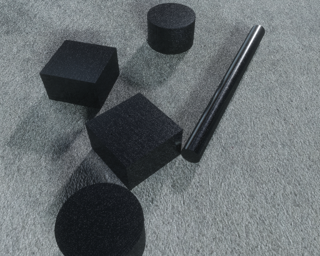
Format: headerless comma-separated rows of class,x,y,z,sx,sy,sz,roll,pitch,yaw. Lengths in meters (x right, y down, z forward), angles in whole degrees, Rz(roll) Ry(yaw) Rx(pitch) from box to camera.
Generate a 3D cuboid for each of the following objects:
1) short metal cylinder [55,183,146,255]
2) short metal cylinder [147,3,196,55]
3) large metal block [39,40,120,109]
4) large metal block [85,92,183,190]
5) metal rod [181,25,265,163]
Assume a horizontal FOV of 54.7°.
short metal cylinder,-0.055,0.101,0.302,0.081,0.050,0.080,0,50,0
short metal cylinder,0.019,-0.171,0.531,0.081,0.050,0.080,0,50,0
large metal block,-0.113,-0.080,0.453,0.080,0.050,0.080,11,51,9
large metal block,-0.030,0.014,0.375,0.080,0.050,0.080,-33,58,-25
metal rod,0.105,-0.068,0.461,0.025,0.025,0.301,21,53,17
